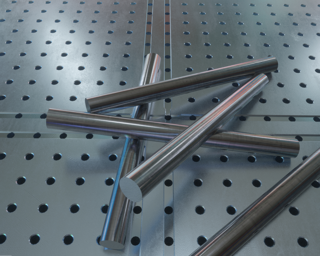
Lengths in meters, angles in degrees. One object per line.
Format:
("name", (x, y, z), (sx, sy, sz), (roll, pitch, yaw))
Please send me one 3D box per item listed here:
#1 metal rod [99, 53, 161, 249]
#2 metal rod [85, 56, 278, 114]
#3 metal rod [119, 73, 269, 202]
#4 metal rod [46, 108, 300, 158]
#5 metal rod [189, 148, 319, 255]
("metal rod", (-0.029, 0.003, 0.404), (0.025, 0.025, 0.300), (6, 50, 4))
("metal rod", (0.046, -0.064, 0.439), (0.302, 0.025, 0.025), (-16, 52, -22))
("metal rod", (0.064, -0.010, 0.366), (0.025, 0.025, 0.302), (31, 41, 23))
("metal rod", (0.019, 0.007, 0.376), (0.302, 0.025, 0.025), (7, 50, -5))
("metal rod", (0.098, 0.096, 0.327), (0.302, 0.025, 0.025), (-30, 57, -23))
